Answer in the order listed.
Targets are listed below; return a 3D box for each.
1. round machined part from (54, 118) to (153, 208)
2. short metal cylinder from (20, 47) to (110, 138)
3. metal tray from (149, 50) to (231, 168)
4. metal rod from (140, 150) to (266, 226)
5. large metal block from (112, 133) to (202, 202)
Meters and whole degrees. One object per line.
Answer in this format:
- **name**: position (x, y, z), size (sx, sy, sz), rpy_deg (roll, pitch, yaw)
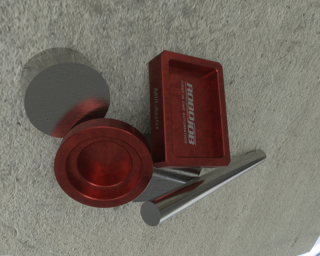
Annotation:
- **round machined part**: position (-0.058, 0.033, 0.330), size (0.099, 0.042, 0.097), rpy_deg (-3, 116, -5)
- **short metal cylinder**: position (-0.097, -0.037, 0.317), size (0.081, 0.050, 0.079), rpy_deg (-14, 125, -21)
- **metal tray**: position (0.035, -0.019, 0.365), size (0.091, 0.030, 0.129), rpy_deg (5, 76, -31)
- **metal rod**: position (0.082, 0.066, 0.420), size (0.302, 0.025, 0.025), rpy_deg (-11, 127, -52)
- **large metal block**: position (-0.006, 0.048, 0.400), size (0.081, 0.080, 0.050), rpy_deg (4, 116, -31)
